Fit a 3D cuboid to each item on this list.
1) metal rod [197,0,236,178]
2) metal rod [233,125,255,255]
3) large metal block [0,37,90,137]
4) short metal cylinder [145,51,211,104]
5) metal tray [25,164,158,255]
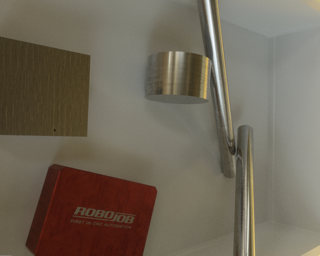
[{"bbox_3d":[0.084,-0.050,0.433,0.025,0.025,0.298,-38,128,-34],"label":"metal rod"},{"bbox_3d":[0.110,0.107,0.401,0.025,0.025,0.300,49,37,-29],"label":"metal rod"},{"bbox_3d":[-0.116,-0.033,0.294,0.081,0.050,0.079,3,88,-40],"label":"large metal block"},{"bbox_3d":[0.023,-0.060,0.392,0.081,0.080,0.050,6,86,-40],"label":"short metal cylinder"},{"bbox_3d":[-0.069,0.098,0.347,0.131,0.030,0.090,22,76,-38],"label":"metal tray"}]
